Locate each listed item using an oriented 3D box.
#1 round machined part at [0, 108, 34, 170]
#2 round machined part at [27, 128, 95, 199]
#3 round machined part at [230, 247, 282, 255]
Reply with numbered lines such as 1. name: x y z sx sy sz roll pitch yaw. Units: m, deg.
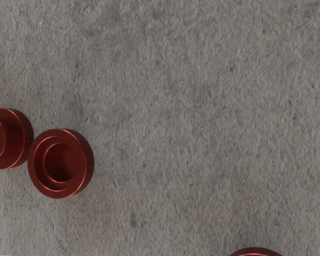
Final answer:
1. round machined part: -0.253 0.017 0.487 0.098 0.042 0.097 0 90 19
2. round machined part: -0.137 0.049 0.447 0.098 0.042 0.097 0 90 19
3. round machined part: 0.116 0.187 0.359 0.098 0.042 0.097 0 90 19
